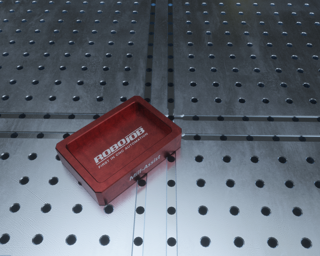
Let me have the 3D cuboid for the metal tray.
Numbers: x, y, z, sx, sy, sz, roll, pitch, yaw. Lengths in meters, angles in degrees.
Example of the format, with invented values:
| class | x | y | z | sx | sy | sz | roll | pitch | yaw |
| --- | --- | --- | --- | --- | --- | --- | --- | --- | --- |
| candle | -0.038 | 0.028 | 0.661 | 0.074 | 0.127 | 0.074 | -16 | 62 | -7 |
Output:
| class | x | y | z | sx | sy | sz | roll | pitch | yaw |
| --- | --- | --- | --- | --- | --- | --- | --- | --- | --- |
| metal tray | -0.048 | 0.021 | 0.386 | 0.131 | 0.030 | 0.090 | -35 | 59 | -26 |
